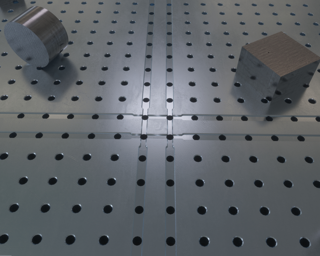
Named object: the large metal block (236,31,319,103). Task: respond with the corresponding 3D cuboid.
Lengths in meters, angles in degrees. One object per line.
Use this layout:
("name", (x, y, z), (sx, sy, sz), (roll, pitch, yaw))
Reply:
("large metal block", (0.178, -0.095, 0.473), (0.081, 0.050, 0.080), (-24, 54, -19))

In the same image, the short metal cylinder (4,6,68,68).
("short metal cylinder", (-0.195, -0.144, 0.491), (0.080, 0.080, 0.050), (20, 53, 15))

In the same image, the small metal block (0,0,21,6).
("small metal block", (-0.320, -0.282, 0.642), (0.050, 0.025, 0.050), (-29, 56, -22))
